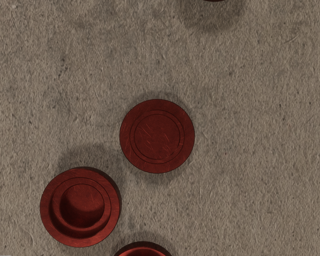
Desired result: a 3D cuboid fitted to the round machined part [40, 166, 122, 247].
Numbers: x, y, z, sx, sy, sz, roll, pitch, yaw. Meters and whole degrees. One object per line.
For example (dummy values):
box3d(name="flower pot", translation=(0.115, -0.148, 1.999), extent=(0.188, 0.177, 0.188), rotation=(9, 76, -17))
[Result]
box3d(name="round machined part", translation=(-0.098, 0.098, 0.400), extent=(0.099, 0.042, 0.097), rotation=(0, 90, -1))

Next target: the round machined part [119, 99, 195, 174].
box3d(name="round machined part", translation=(-0.004, 0.011, 0.401), extent=(0.099, 0.042, 0.097), rotation=(0, 90, -1))

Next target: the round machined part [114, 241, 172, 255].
box3d(name="round machined part", translation=(-0.023, 0.203, 0.401), extent=(0.099, 0.042, 0.097), rotation=(0, 90, -1))
